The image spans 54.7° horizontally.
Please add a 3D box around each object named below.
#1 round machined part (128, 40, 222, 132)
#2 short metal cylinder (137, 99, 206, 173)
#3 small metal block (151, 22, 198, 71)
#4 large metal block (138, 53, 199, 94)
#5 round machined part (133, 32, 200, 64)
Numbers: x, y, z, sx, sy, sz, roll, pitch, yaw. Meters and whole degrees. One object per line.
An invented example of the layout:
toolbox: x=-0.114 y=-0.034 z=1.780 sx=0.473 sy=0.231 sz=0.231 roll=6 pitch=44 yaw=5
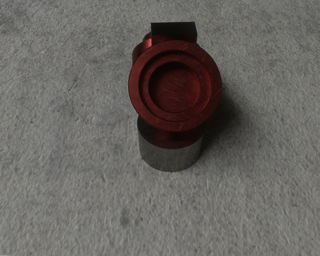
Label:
round machined part: x=0.016 y=-0.044 z=0.345 sx=0.099 sy=0.042 sz=0.097 roll=0 pitch=88 yaw=-2
short metal cylinder: x=0.013 y=0.008 z=0.383 sx=0.081 sy=0.050 sz=0.080 roll=0 pitch=50 yaw=0
small metal block: x=0.015 y=-0.095 z=0.364 sx=0.050 sy=0.050 sz=0.025 roll=-2 pitch=50 yaw=-2
large metal block: x=0.013 y=-0.052 z=0.412 sx=0.081 sy=0.080 sz=0.050 roll=-2 pitch=50 yaw=-2
round machined part: x=0.010 y=-0.106 z=0.441 sx=0.099 sy=0.098 sz=0.042 roll=-2 pitch=75 yaw=-2
